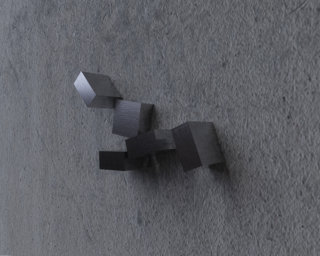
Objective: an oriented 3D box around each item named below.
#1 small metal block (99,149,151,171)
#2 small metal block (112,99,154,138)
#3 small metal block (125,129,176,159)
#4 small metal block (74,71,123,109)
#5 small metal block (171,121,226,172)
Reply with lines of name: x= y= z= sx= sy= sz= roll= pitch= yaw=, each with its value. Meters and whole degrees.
small metal block: x=-0.048 y=0.043 z=0.428 sx=0.050 sy=0.050 sz=0.025 roll=-2 pitch=89 yaw=40
small metal block: x=-0.039 y=-0.013 z=0.437 sx=0.050 sy=0.025 sz=0.050 roll=12 pitch=98 yaw=39
small metal block: x=-0.007 y=0.020 z=0.395 sx=0.050 sy=0.050 sz=0.025 roll=-20 pitch=78 yaw=38
small metal block: x=-0.093 y=-0.056 z=0.465 sx=0.025 sy=0.050 sz=0.050 roll=-50 pitch=61 yaw=28
small metal block: x=0.044 y=0.020 z=0.352 sx=0.025 sy=0.050 sz=0.050 roll=-27 pitch=73 yaw=37
